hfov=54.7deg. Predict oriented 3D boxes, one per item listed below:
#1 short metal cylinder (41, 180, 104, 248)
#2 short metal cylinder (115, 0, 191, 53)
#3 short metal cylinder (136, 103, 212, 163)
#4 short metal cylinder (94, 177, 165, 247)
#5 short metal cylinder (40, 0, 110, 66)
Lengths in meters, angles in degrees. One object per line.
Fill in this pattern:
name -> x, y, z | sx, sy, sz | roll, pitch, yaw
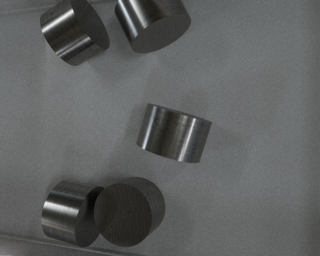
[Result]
short metal cylinder -> -0.112, 0.114, 0.420 | 0.050, 0.080, 0.079 | 8, 93, 19
short metal cylinder -> -0.009, -0.136, 0.384 | 0.080, 0.080, 0.050 | -28, 81, 17
short metal cylinder -> 0.017, 0.005, 0.375 | 0.080, 0.080, 0.050 | 18, 96, 18
short metal cylinder -> -0.039, 0.109, 0.410 | 0.080, 0.050, 0.079 | 0, 90, 19
short metal cylinder -> -0.113, -0.132, 0.420 | 0.050, 0.080, 0.080 | -25, 82, 18
